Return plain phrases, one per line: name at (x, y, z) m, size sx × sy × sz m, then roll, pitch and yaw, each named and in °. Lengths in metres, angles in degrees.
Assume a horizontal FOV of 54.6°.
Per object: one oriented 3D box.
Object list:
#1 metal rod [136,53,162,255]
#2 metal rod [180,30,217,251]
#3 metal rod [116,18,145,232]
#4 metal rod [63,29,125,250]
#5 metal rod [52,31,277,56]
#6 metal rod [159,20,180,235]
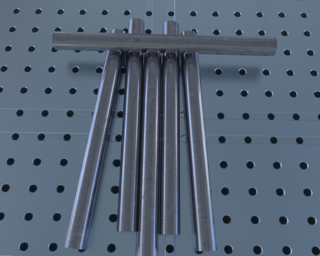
metal rod at (-0.013, 0.035, 0.399) m, size 0.025 × 0.025 × 0.299 m, roll 1°, pitch 70°, yaw 0°
metal rod at (0.048, 0.002, 0.412) m, size 0.025 × 0.025 × 0.299 m, roll -2°, pitch 70°, yaw -1°
metal rod at (-0.037, -0.018, 0.418) m, size 0.025 × 0.025 × 0.299 m, roll 1°, pitch 70°, yaw 0°
metal rod at (-0.080, 0.000, 0.410) m, size 0.025 × 0.025 × 0.299 m, roll 7°, pitch 70°, yaw 2°
metal rod at (0.006, -0.116, 0.428) m, size 0.302 × 0.025 × 0.025 m, roll 2°, pitch 70°, yaw 0°
metal rod at (0.014, -0.014, 0.418) m, size 0.025 × 0.025 × 0.299 m, roll 1°, pitch 70°, yaw 0°
